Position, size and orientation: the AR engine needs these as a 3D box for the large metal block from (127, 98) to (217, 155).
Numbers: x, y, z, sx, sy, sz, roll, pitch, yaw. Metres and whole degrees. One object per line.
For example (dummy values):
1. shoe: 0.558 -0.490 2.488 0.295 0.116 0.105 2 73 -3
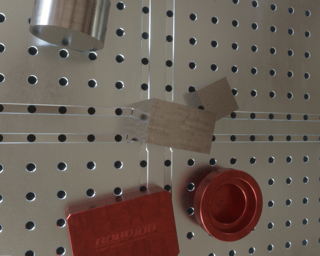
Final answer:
1. large metal block: 0.012 -0.001 0.388 0.081 0.080 0.050 12 86 -20

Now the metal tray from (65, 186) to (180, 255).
1. metal tray: -0.046 0.134 0.393 0.131 0.030 0.089 -10 93 -20

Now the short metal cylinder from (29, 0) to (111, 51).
1. short metal cylinder: -0.099 -0.123 0.346 0.081 0.080 0.050 9 87 -20

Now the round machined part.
1. round machined part: 0.091 0.105 0.437 0.099 0.042 0.097 0 90 -20

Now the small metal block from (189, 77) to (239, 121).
1. small metal block: 0.077 -0.039 0.441 0.050 0.025 0.050 -28 99 -18
